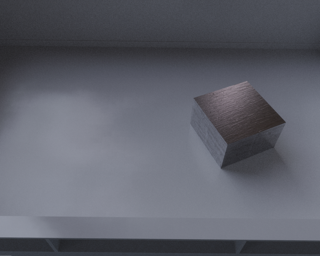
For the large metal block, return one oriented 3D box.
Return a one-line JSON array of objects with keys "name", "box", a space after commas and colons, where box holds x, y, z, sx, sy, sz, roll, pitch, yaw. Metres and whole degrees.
[{"name": "large metal block", "box": [0.095, -0.006, 0.395, 0.081, 0.050, 0.080, -19, 53, -16]}]
